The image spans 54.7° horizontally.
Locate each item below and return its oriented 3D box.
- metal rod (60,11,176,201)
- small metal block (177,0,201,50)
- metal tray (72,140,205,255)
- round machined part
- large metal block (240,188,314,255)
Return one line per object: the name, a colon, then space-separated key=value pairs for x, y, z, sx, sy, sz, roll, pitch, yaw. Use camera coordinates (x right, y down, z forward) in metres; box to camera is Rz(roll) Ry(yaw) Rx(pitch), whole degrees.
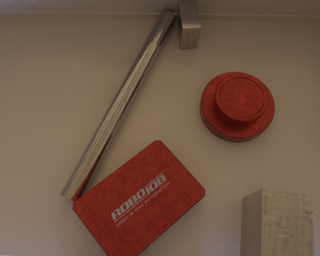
metal rod: x=-0.049 y=-0.041 z=0.424 sx=0.025 sy=0.025 sz=0.300 roll=23 pitch=71 yaw=8
small metal block: x=0.041 y=-0.151 z=0.452 sx=0.025 sy=0.050 sz=0.050 roll=-5 pitch=70 yaw=-2
metal tray: x=-0.023 y=0.087 z=0.369 sx=0.131 sy=0.030 sz=0.090 roll=-37 pitch=74 yaw=-18
round machined part: x=0.105 y=-0.033 z=0.414 sx=0.099 sy=0.042 sz=0.098 roll=0 pitch=70 yaw=-1
large metal block: x=0.124 y=0.115 z=0.340 sx=0.050 sy=0.080 sz=0.080 roll=7 pitch=70 yaw=2
